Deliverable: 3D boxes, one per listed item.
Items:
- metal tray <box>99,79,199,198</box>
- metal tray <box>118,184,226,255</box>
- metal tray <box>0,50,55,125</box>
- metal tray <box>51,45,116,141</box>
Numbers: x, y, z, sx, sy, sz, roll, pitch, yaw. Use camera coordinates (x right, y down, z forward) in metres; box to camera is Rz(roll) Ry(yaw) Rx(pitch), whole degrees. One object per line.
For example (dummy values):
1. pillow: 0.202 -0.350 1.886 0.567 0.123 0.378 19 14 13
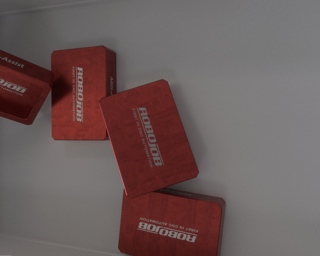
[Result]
1. metal tray: -0.015 0.013 0.392 0.090 0.030 0.129 -18 80 -2
2. metal tray: 0.014 0.127 0.403 0.130 0.030 0.089 6 92 19
3. metal tray: -0.224 -0.061 0.420 0.090 0.131 0.030 -48 34 34
4. metal tray: -0.110 -0.047 0.447 0.090 0.030 0.129 -1 90 19
